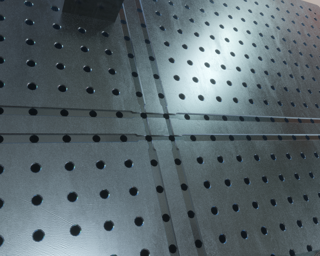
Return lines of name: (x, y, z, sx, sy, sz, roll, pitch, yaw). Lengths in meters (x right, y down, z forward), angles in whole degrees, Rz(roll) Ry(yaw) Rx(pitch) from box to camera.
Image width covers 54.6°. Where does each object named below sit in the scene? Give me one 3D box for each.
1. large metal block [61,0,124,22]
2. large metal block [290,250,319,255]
large metal block: (-0.104, -0.214, 0.467, 0.081, 0.050, 0.080, 2, 61, -27)
large metal block: (0.169, 0.201, 0.360, 0.081, 0.050, 0.080, -15, 70, -34)
